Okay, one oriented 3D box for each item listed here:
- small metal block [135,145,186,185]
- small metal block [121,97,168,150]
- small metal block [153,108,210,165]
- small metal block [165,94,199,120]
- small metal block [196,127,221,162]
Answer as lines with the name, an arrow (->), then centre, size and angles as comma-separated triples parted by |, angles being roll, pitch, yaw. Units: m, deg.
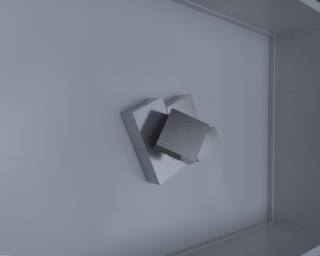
small metal block -> 0.001, 0.039, 0.408 | 0.050, 0.025, 0.050 | -31, 110, -36
small metal block -> -0.015, -0.006, 0.394 | 0.050, 0.025, 0.050 | -31, 110, -36
small metal block -> 0.026, 0.011, 0.380 | 0.050, 0.025, 0.050 | 24, 71, -2
small metal block -> 0.025, -0.014, 0.428 | 0.050, 0.025, 0.050 | -31, 110, -36
small metal block -> 0.047, 0.021, 0.429 | 0.050, 0.050, 0.025 | -35, 112, -35
